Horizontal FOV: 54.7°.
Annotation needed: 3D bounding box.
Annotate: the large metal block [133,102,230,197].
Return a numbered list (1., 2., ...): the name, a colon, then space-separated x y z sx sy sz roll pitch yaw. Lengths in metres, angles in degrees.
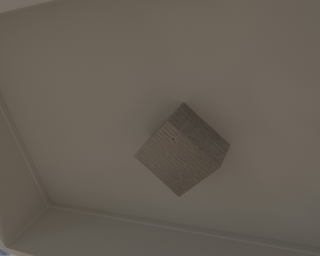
1. large metal block: 0.027 0.029 0.395 0.080 0.050 0.080 43 129 -2
